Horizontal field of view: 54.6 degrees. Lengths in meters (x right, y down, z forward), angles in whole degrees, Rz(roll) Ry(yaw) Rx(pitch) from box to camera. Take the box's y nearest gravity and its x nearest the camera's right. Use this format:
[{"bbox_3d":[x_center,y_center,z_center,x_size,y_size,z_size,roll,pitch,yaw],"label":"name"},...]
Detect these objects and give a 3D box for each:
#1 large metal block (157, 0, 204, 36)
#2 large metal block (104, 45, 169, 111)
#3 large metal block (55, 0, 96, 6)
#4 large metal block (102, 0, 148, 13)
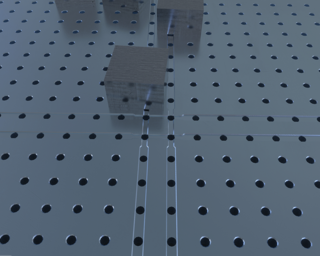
[{"bbox_3d":[0.038,-0.218,0.575,0.080,0.050,0.080,3,50,3],"label":"large metal block"},{"bbox_3d":[-0.031,-0.074,0.454,0.080,0.050,0.080,4,50,4],"label":"large metal block"},{"bbox_3d":[-0.175,-0.297,0.621,0.080,0.080,0.050,-4,50,-3],"label":"large metal block"},{"bbox_3d":[-0.065,-0.285,0.631,0.080,0.050,0.080,16,52,13],"label":"large metal block"}]
